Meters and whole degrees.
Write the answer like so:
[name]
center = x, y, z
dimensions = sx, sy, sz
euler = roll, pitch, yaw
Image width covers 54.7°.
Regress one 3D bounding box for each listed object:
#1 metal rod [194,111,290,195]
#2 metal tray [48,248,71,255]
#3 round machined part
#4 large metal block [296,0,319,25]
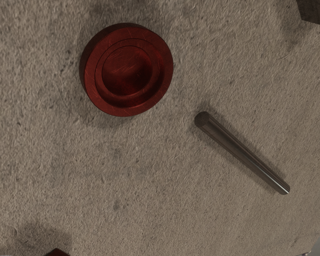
[metal rod]
center = 0.154, 0.055, 0.527
dimensions = 0.025, 0.025, 0.301
euler = -49, 129, 6
[metal tray]
center = -0.169, 0.246, 0.431
dimensions = 0.090, 0.030, 0.129
euler = -37, 148, -62
[round machined part]
center = -0.038, -0.065, 0.336
dimensions = 0.099, 0.042, 0.097
euler = -14, 125, -21
[large metal block]
center = 0.222, -0.191, 0.396
dimensions = 0.080, 0.050, 0.080
euler = -42, 130, 0
